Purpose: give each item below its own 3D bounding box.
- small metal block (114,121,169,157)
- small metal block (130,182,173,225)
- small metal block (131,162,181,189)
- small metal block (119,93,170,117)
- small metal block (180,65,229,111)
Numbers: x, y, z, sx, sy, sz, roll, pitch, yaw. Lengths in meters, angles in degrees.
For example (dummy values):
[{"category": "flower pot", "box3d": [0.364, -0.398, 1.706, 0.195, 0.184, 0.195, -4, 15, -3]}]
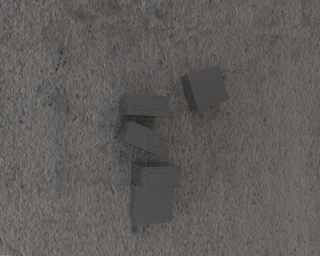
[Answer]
[{"category": "small metal block", "box3d": [-0.024, 0.013, 0.387, 0.050, 0.050, 0.025, 24, 82, -19]}, {"category": "small metal block", "box3d": [-0.011, 0.097, 0.405, 0.050, 0.025, 0.050, 1, 90, -20]}, {"category": "small metal block", "box3d": [-0.006, 0.059, 0.393, 0.050, 0.050, 0.025, 2, 90, -20]}, {"category": "small metal block", "box3d": [-0.021, -0.027, 0.388, 0.050, 0.050, 0.025, 2, 90, -20]}, {"category": "small metal block", "box3d": [0.062, -0.055, 0.432, 0.050, 0.025, 0.050, -19, 97, -19]}]
